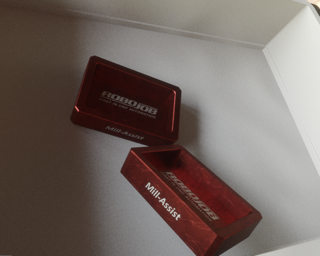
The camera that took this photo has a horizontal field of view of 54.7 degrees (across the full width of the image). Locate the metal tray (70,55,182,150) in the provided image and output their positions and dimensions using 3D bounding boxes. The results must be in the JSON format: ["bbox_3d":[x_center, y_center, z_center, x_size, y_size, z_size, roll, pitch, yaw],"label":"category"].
[{"bbox_3d":[-0.038,-0.031,0.400,0.131,0.030,0.090,18,55,-18],"label":"metal tray"}]

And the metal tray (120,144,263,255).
[{"bbox_3d":[0.031,0.068,0.326,0.091,0.030,0.130,0,33,-50],"label":"metal tray"}]
